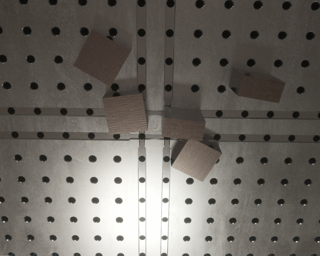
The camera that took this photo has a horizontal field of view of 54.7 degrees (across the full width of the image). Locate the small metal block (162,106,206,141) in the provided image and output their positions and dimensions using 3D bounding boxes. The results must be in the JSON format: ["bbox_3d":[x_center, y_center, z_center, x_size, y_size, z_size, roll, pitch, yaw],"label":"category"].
[{"bbox_3d":[0.029,-0.007,0.398,0.050,0.050,0.025,7,110,-3],"label":"small metal block"}]

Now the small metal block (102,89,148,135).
[{"bbox_3d":[-0.044,-0.021,0.405,0.050,0.025,0.050,-7,110,2],"label":"small metal block"}]

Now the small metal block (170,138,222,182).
[{"bbox_3d":[0.049,0.039,0.429,0.050,0.025,0.050,27,108,-10],"label":"small metal block"}]

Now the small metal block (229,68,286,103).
[{"bbox_3d":[0.118,-0.054,0.382,0.050,0.050,0.025,9,110,-4],"label":"small metal block"}]

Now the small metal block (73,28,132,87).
[{"bbox_3d":[-0.070,-0.087,0.380,0.050,0.025,0.050,30,107,-11],"label":"small metal block"}]
